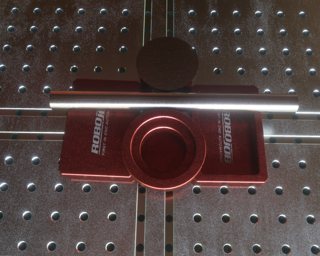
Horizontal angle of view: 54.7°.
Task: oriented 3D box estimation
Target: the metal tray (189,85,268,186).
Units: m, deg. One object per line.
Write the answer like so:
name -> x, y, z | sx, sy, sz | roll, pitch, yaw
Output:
metal tray -> 0.085, 0.008, 0.402 | 0.091, 0.030, 0.130 | 1, 70, 0

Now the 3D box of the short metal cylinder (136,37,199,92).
short metal cylinder -> 0.009, -0.076, 0.422 | 0.081, 0.050, 0.080 | 0, 70, 0

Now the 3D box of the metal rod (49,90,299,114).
metal rod -> 0.017, -0.032, 0.387 | 0.302, 0.025, 0.025 | 1, 70, 0

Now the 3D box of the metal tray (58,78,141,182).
metal tray -> -0.073, 0.001, 0.403 | 0.091, 0.030, 0.130 | 3, 70, 1

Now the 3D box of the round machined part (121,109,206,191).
round machined part -> 0.005, 0.029, 0.378 | 0.099, 0.042, 0.098 | 0, 70, 0
